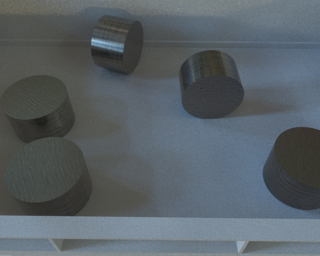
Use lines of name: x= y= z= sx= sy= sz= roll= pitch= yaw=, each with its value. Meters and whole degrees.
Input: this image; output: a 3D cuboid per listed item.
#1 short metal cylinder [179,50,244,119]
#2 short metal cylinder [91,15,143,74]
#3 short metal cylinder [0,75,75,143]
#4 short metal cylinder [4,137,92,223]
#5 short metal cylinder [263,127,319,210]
short metal cylinder: x=0.068 y=-0.057 z=0.418 sx=0.081 sy=0.080 sz=0.050 roll=-2 pitch=50 yaw=-2
short metal cylinder: x=-0.064 y=-0.128 z=0.477 sx=0.050 sy=0.080 sz=0.080 roll=15 pitch=52 yaw=12
short metal cylinder: x=-0.158 y=-0.025 z=0.408 sx=0.080 sy=0.050 sz=0.080 roll=0 pitch=50 yaw=0
short metal cylinder: x=-0.119 y=0.057 z=0.340 sx=0.080 sy=0.050 sz=0.080 roll=0 pitch=50 yaw=0
short metal cylinder: x=0.164 y=0.045 z=0.352 sx=0.080 sy=0.050 sz=0.080 roll=0 pitch=50 yaw=0
